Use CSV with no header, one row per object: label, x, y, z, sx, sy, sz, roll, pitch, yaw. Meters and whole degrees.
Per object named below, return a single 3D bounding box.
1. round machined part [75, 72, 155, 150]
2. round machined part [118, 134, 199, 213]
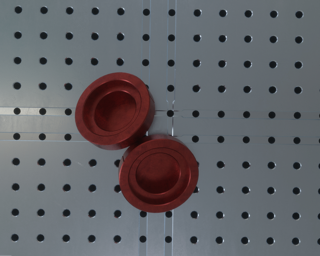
round machined part,-0.053,-0.018,0.391,0.098,0.042,0.098,-6,66,15
round machined part,-0.004,0.054,0.396,0.099,0.042,0.097,-3,105,-10
